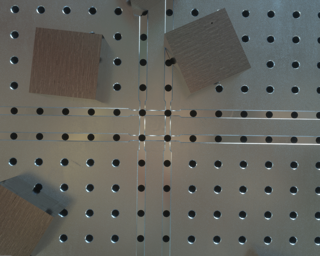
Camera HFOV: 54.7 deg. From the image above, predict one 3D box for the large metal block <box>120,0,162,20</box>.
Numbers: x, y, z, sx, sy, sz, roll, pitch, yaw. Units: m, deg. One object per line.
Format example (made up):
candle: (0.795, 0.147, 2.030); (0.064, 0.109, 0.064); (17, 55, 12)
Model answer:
large metal block: (-0.017, -0.192, 0.386); (0.080, 0.080, 0.050); (-36, 90, 0)

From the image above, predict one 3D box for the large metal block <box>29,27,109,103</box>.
large metal block: (-0.114, -0.078, 0.399); (0.081, 0.050, 0.079); (6, 90, -1)

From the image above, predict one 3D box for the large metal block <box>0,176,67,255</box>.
large metal block: (-0.184, 0.121, 0.399); (0.080, 0.050, 0.080); (32, 90, -1)

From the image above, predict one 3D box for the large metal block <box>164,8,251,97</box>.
large metal block: (0.058, -0.094, 0.402); (0.080, 0.050, 0.080); (-24, 90, -1)
